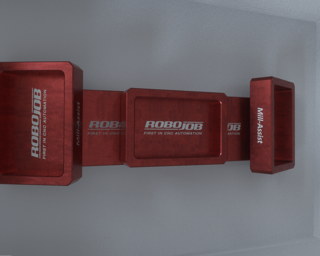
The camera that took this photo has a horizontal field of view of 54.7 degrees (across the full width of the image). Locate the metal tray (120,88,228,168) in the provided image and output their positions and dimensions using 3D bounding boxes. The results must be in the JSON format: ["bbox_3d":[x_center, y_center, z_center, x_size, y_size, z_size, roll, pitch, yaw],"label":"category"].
[{"bbox_3d":[0.019,0.000,0.381,0.131,0.030,0.089,1,89,-20],"label":"metal tray"}]

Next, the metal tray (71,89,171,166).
[{"bbox_3d":[-0.052,0.000,0.388,0.131,0.030,0.089,0,90,-20],"label":"metal tray"}]

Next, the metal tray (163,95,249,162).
[{"bbox_3d":[0.071,0.001,0.433,0.131,0.030,0.089,0,90,-20],"label":"metal tray"}]

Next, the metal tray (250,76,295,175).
[{"bbox_3d":[0.164,-0.004,0.446,0.091,0.030,0.129,0,90,-48],"label":"metal tray"}]

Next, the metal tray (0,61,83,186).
[{"bbox_3d":[-0.133,-0.005,0.338,0.090,0.030,0.129,1,90,5],"label":"metal tray"}]
